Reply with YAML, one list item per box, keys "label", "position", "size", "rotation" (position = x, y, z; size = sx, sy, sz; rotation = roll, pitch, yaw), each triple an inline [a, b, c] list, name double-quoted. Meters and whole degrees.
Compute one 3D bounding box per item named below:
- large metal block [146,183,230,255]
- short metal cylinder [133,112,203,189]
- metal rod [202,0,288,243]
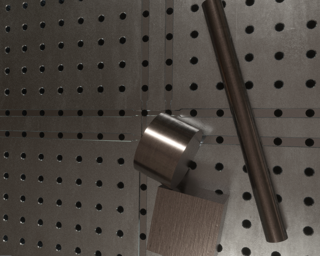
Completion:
- label: "large metal block"
  position: [0.036, 0.117, 0.386]
  size: [0.080, 0.050, 0.079]
  rotation: [12, 94, 19]
- label: "short metal cylinder"
  position: [0.011, 0.027, 0.379]
  size: [0.050, 0.080, 0.080]
  rotation: [26, 99, 18]
- label: "metal rod"
  position: [0.101, -0.014, 0.376]
  size: [0.025, 0.025, 0.298]
  rotation: [-16, 85, 19]
